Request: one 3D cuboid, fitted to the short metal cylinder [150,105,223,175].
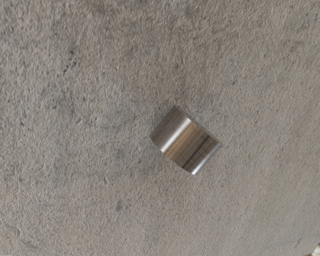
[{"bbox_3d":[0.034,0.015,0.398,0.080,0.080,0.050,33,100,-38],"label":"short metal cylinder"}]
